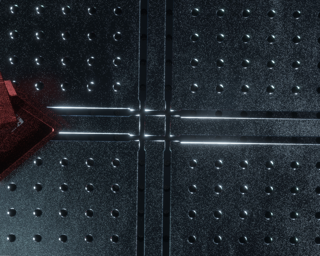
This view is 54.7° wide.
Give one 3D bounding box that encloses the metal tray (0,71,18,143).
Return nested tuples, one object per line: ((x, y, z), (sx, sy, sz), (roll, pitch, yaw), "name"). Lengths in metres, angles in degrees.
((-0.212, -0.025, 0.361), (0.030, 0.130, 0.090), (-18, 86, -42), "metal tray")

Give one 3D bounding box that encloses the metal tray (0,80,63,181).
((-0.199, 0.013, 0.377), (0.130, 0.090, 0.030), (-40, 55, 0), "metal tray")
